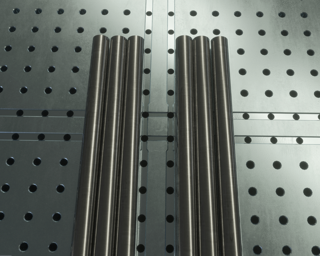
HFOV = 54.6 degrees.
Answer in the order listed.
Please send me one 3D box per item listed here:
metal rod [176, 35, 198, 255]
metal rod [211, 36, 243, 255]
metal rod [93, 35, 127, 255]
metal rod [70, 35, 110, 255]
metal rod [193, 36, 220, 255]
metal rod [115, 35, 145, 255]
[{"bbox_3d":[0.033,0.011,0.407,0.025,0.025,0.299,1,70,0],"label":"metal rod"},{"bbox_3d":[0.085,0.012,0.407,0.025,0.025,0.299,1,70,0],"label":"metal rod"},{"bbox_3d":[-0.063,0.011,0.407,0.025,0.025,0.299,1,70,0],"label":"metal rod"},{"bbox_3d":[-0.089,0.010,0.407,0.025,0.025,0.299,1,70,0],"label":"metal rod"},{"bbox_3d":[0.058,0.011,0.407,0.025,0.025,0.299,1,70,0],"label":"metal rod"},{"bbox_3d":[-0.038,0.011,0.407,0.025,0.025,0.299,1,70,0],"label":"metal rod"}]
